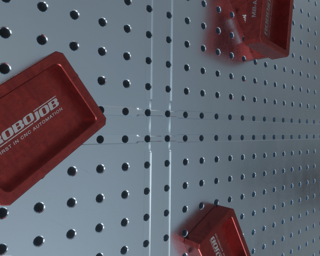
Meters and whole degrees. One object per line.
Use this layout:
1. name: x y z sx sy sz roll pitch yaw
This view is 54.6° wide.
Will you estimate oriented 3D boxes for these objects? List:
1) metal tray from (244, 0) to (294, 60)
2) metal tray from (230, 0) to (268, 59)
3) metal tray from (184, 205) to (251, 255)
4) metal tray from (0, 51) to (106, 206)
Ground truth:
1. metal tray: 0.184 -0.191 0.518 0.091 0.030 0.129 11 83 -39
2. metal tray: 0.181 -0.201 0.555 0.090 0.030 0.130 -46 118 -30
3. metal tray: 0.097 0.199 0.485 0.091 0.030 0.129 -35 112 -34
4. metal tray: -0.126 -0.003 0.299 0.131 0.030 0.090 -45 117 -31
